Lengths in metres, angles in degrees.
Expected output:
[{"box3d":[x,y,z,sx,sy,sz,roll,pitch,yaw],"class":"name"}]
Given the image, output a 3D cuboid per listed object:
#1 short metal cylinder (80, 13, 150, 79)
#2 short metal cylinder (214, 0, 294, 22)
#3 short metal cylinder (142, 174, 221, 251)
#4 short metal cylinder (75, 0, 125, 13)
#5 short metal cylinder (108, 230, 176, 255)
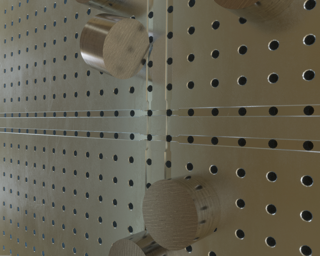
[{"box3d":[-0.061,-0.112,0.424,0.050,0.081,0.079,26,106,37],"class":"short metal cylinder"},{"box3d":[0.095,-0.154,0.314,0.080,0.050,0.079,0,90,40],"class":"short metal cylinder"},{"box3d":[0.025,0.099,0.372,0.080,0.050,0.080,0,90,40],"class":"short metal cylinder"},{"box3d":[-0.090,-0.222,0.468,0.080,0.050,0.079,0,90,40],"class":"short metal cylinder"},{"box3d":[-0.024,0.182,0.413,0.080,0.050,0.079,0,90,40],"class":"short metal cylinder"}]
